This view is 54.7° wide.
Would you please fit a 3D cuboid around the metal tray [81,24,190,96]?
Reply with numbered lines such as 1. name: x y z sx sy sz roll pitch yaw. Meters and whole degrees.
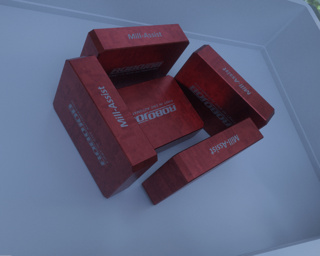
1. metal tray: -0.036 -0.087 0.396 0.131 0.090 0.030 -17 71 -35

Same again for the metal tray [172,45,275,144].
1. metal tray: 0.080 -0.039 0.431 0.130 0.090 0.030 45 52 3

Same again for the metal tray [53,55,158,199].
1. metal tray: -0.064 0.001 0.327 0.030 0.090 0.130 -23 75 -37

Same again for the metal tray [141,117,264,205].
1. metal tray: 0.051 0.038 0.367 0.131 0.090 0.030 -23 74 -36

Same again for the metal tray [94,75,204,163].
1. metal tray: -0.016 -0.013 0.400 0.131 0.030 0.090 -22 74 -36
